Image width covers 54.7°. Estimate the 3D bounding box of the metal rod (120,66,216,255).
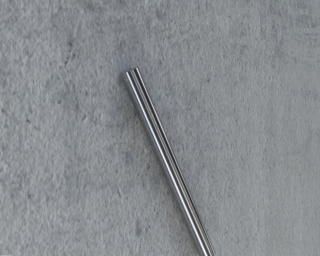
[{"bbox_3d":[0.017,0.061,0.421,0.025,0.025,0.299,-36,112,-34],"label":"metal rod"}]
